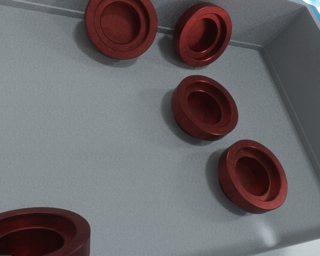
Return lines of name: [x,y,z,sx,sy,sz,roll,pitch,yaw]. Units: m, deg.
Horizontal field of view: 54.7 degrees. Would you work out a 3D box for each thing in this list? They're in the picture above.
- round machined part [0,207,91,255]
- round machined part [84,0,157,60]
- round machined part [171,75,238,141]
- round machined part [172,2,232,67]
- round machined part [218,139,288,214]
round machined part: [-0.107,0.104,0.251,0.099,0.098,0.042,-2,101,-29]
round machined part: [-0.057,-0.145,0.433,0.099,0.042,0.097,-5,104,-20]
round machined part: [0.059,-0.024,0.443,0.099,0.042,0.098,14,56,-21]
round machined part: [0.062,-0.151,0.495,0.099,0.097,0.042,-4,36,-31]
round machined part: [0.119,0.068,0.420,0.099,0.042,0.098,14,56,-21]
